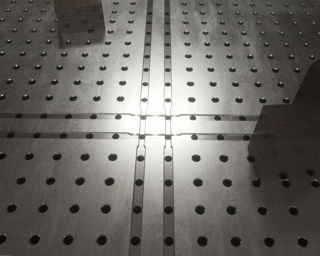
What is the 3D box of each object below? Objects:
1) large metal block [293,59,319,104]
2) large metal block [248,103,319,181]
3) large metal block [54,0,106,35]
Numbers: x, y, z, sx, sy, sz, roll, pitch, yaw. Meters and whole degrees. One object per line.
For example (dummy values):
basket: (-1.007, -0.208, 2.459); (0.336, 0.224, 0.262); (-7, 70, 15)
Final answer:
large metal block: (0.233, -0.042, 0.410); (0.050, 0.080, 0.080); (-33, 58, -25)
large metal block: (0.156, 0.017, 0.360); (0.081, 0.080, 0.050); (-3, 50, -3)
large metal block: (-0.150, -0.223, 0.577); (0.081, 0.050, 0.080); (-10, 51, -9)
